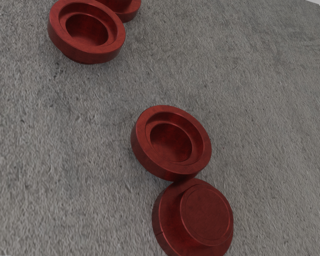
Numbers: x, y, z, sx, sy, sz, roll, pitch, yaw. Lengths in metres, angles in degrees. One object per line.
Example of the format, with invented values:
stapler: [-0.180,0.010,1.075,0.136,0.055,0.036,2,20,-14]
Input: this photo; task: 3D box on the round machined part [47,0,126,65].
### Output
round machined part: [-0.099,-0.125,0.415,0.099,0.042,0.098,14,56,-21]

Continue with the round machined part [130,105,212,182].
round machined part: [0.010,0.022,0.380,0.099,0.042,0.098,15,49,-18]

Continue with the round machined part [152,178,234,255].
round machined part: [0.044,0.103,0.354,0.099,0.042,0.098,13,56,-21]

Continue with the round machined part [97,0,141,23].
round machined part: [-0.075,-0.216,0.484,0.099,0.042,0.098,14,56,-21]
